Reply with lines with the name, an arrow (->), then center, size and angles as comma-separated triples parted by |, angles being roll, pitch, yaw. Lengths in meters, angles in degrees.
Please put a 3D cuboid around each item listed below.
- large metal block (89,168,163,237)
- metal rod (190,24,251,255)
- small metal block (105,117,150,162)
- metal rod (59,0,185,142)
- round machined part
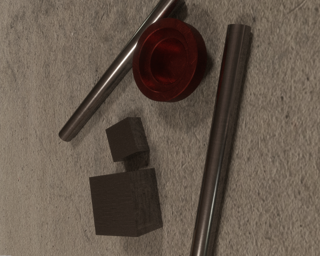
large metal block -> -0.048, 0.101, 0.426 | 0.080, 0.050, 0.080 | -14, 81, 39
metal rod -> 0.064, 0.038, 0.350 | 0.025, 0.025, 0.298 | 14, 99, 39
small metal block -> -0.047, 0.017, 0.442 | 0.050, 0.025, 0.050 | -26, 74, 36
metal rod -> -0.071, -0.076, 0.461 | 0.299, 0.025, 0.025 | -44, 64, 30
round machined part -> 0.016, -0.080, 0.379 | 0.098, 0.042, 0.097 | 0, 90, 39
